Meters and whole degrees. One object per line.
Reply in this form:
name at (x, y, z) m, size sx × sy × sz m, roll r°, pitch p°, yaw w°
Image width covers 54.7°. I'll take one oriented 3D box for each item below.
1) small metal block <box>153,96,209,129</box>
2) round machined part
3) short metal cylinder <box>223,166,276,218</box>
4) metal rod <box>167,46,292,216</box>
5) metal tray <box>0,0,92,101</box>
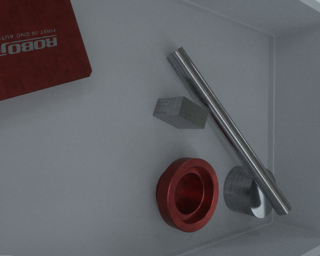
small metal block at (0.028, -0.019, 0.416) m, size 0.050 × 0.050 × 0.025 m, roll 27°, pitch 73°, yaw -37°
round machined part at (0.033, 0.089, 0.426) m, size 0.099 × 0.042 × 0.097 m, roll 0°, pitch 90°, yaw -40°
short metal cylinder at (0.152, 0.106, 0.521) m, size 0.081 × 0.050 × 0.079 m, roll 0°, pitch 90°, yaw -40°
metal rod at (0.108, 0.012, 0.458) m, size 0.025 × 0.025 × 0.299 m, roll -44°, pitch 104°, yaw -31°
metal tray at (-0.138, -0.076, 0.289) m, size 0.131 × 0.030 × 0.089 m, roll -25°, pitch 106°, yaw -37°
